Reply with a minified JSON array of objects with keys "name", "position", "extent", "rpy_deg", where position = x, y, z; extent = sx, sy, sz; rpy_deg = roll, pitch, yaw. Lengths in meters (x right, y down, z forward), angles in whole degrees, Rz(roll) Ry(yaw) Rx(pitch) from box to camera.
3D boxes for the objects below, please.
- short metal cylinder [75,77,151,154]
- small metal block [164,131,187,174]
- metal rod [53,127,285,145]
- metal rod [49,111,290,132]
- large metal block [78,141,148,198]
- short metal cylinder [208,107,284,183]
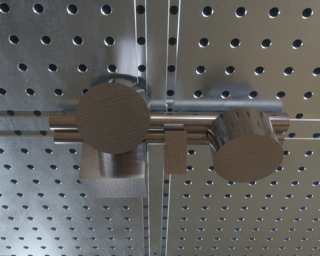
[{"name":"short metal cylinder","position":[-0.051,-0.016,0.358],"extent":[0.081,0.050,0.079],"rpy_deg":[0,106,-1]},{"name":"small metal block","position":[0.018,0.029,0.378],"extent":[0.025,0.050,0.050],"rpy_deg":[0,88,-1]},{"name":"metal rod","position":[0.013,0.010,0.416],"extent":[0.302,0.025,0.025],"rpy_deg":[0,130,-1]},{"name":"metal rod","position":[0.013,-0.009,0.400],"extent":[0.302,0.025,0.025],"rpy_deg":[0,130,-1]},{"name":"large metal block","position":[-0.059,0.059,0.422],"extent":[0.081,0.050,0.080],"rpy_deg":[-1,150,0]},{"name":"short metal cylinder","position":[0.102,0.022,0.377],"extent":[0.081,0.050,0.079],"rpy_deg":[0,130,0]}]
